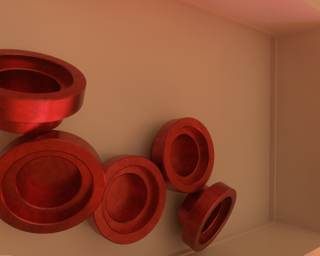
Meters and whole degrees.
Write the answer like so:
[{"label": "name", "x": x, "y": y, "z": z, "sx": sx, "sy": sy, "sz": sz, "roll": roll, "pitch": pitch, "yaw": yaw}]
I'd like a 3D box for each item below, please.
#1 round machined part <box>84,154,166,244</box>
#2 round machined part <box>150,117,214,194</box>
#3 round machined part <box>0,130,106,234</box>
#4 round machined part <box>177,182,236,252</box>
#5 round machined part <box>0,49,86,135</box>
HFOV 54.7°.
[{"label": "round machined part", "x": -0.043, "y": 0.079, "z": 0.359, "sx": 0.099, "sy": 0.042, "sz": 0.097, "roll": 0, "pitch": 91, "yaw": -40}, {"label": "round machined part", "x": 0.026, "y": 0.036, "z": 0.414, "sx": 0.099, "sy": 0.042, "sz": 0.097, "roll": 5, "pitch": 83, "yaw": -43}, {"label": "round machined part", "x": -0.103, "y": 0.046, "z": 0.291, "sx": 0.099, "sy": 0.042, "sz": 0.097, "roll": -7, "pitch": 114, "yaw": -15}, {"label": "round machined part", "x": 0.061, "y": 0.117, "z": 0.430, "sx": 0.099, "sy": 0.042, "sz": 0.097, "roll": -33, "pitch": 138, "yaw": -35}, {"label": "round machined part", "x": -0.118, "y": -0.030, "z": 0.271, "sx": 0.099, "sy": 0.098, "sz": 0.042, "roll": -9, "pitch": 129, "yaw": -40}]
